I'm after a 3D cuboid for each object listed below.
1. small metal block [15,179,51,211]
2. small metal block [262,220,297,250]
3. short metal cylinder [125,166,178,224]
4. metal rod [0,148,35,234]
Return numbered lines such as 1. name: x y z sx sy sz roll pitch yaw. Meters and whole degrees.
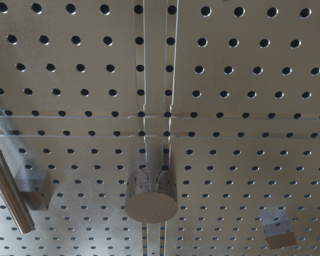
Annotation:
1. small metal block: -0.210 0.109 0.501 0.050 0.025 0.050 0 130 -1
2. small metal block: 0.228 0.204 0.589 0.050 0.025 0.050 -19 128 14
3. short metal cylinder: -0.013 0.106 0.485 0.081 0.050 0.079 0 130 0
4. metal rod: -0.227 0.038 0.419 0.025 0.025 0.298 -3 124 2
